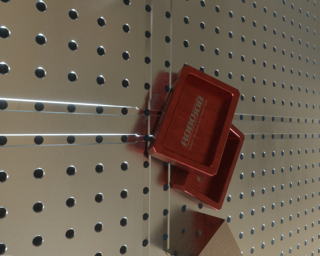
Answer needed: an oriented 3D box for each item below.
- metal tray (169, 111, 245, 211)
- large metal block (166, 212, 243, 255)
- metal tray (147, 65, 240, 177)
[{"bbox_3d":[0.075,0.047,0.468,0.090,0.030,0.130,36,68,-34],"label":"metal tray"},{"bbox_3d":[0.068,0.185,0.450,0.080,0.050,0.080,-41,115,-32],"label":"large metal block"},{"bbox_3d":[0.048,-0.009,0.420,0.090,0.030,0.130,24,72,-11],"label":"metal tray"}]
